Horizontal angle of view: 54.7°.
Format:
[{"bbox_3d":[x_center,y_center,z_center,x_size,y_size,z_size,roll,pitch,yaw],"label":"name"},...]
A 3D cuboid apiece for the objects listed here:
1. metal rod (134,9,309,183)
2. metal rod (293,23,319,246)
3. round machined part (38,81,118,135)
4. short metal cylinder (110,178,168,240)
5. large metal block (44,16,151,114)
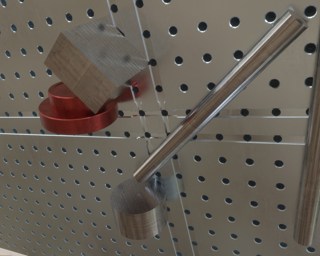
[{"bbox_3d":[0.049,-0.014,0.376,0.025,0.025,0.298,41,129,-1],"label":"metal rod"},{"bbox_3d":[0.169,0.013,0.330,0.025,0.025,0.298,7,122,24],"label":"metal rod"},{"bbox_3d":[-0.105,-0.033,0.397,0.098,0.098,0.042,12,121,21],"label":"round machined part"},{"bbox_3d":[-0.030,0.118,0.463,0.080,0.080,0.050,8,122,24],"label":"short metal cylinder"},{"bbox_3d":[-0.071,-0.076,0.364,0.080,0.080,0.050,45,129,-4],"label":"large metal block"}]
